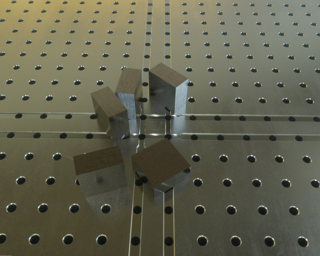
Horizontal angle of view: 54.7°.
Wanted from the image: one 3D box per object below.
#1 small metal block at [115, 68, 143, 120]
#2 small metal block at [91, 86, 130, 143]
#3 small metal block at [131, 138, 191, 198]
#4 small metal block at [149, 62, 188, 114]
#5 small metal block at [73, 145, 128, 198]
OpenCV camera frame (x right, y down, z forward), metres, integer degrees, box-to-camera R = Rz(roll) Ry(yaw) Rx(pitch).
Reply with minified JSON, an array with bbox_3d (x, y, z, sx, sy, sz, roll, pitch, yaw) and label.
[{"bbox_3d":[-0.042,-0.047,0.431,0.025,0.050,0.050,7,50,5],"label":"small metal block"},{"bbox_3d":[-0.064,-0.018,0.405,0.025,0.050,0.050,-27,55,-21],"label":"small metal block"},{"bbox_3d":[0.001,0.046,0.369,0.050,0.025,0.050,-27,55,-21],"label":"small metal block"},{"bbox_3d":[0.011,-0.057,0.439,0.050,0.050,0.025,36,59,26],"label":"small metal block"},{"bbox_3d":[-0.066,0.050,0.349,0.050,0.050,0.025,-14,52,-12],"label":"small metal block"}]
